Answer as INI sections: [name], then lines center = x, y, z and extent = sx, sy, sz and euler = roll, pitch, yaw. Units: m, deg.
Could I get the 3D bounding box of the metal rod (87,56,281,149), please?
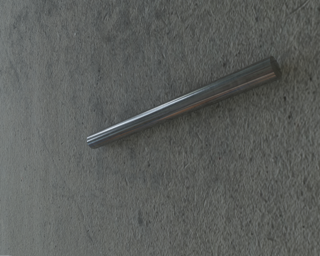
[metal rod]
center = 0.005, -0.020, 0.401
extent = 0.299, 0.025, 0.025
euler = -20, 77, 38
